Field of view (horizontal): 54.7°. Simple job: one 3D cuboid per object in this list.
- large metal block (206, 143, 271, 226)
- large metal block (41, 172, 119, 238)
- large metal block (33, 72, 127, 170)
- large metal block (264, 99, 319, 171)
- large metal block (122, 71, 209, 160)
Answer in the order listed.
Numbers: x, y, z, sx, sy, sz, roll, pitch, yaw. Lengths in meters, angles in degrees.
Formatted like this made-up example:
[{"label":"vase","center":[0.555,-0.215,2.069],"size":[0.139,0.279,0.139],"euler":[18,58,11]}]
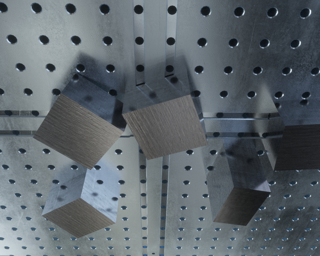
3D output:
[{"label":"large metal block","center":[0.108,0.082,0.447],"size":[0.050,0.080,0.079],"euler":[10,129,-9]},{"label":"large metal block","center":[-0.126,0.126,0.501],"size":[0.080,0.050,0.080],"euler":[-27,126,21]},{"label":"large metal block","center":[-0.094,-0.006,0.382],"size":[0.080,0.050,0.080],"euler":[33,123,-16]},{"label":"large metal block","center":[0.189,0.009,0.406],"size":[0.080,0.050,0.079],"euler":[-3,130,2]},{"label":"large metal block","center":[0.008,-0.013,0.384],"size":[0.080,0.050,0.080],"euler":[-15,129,12]}]
